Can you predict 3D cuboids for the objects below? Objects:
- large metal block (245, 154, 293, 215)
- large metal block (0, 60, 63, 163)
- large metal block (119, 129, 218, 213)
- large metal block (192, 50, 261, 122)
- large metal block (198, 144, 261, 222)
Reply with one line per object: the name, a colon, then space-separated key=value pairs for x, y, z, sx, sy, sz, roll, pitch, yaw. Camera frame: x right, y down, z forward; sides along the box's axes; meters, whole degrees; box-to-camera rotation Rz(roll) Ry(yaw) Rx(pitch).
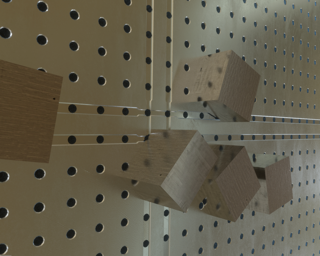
large metal block: x=0.189 y=0.096 z=0.550 sx=0.081 sy=0.050 sz=0.080 roll=-14 pitch=99 yaw=-39
large metal block: x=-0.141 y=-0.014 z=0.274 sx=0.081 sy=0.050 sz=0.080 roll=12 pitch=82 yaw=-39
large metal block: x=0.010 y=0.048 z=0.381 sx=0.050 sy=0.080 sz=0.080 roll=51 pitch=60 yaw=-28
large metal block: x=0.104 y=-0.061 z=0.478 sx=0.080 sy=0.050 sz=0.080 roll=28 pitch=73 yaw=-37
large metal block: x=0.102 y=0.082 z=0.477 sx=0.080 sy=0.050 sz=0.080 roll=-41 pitch=115 yaw=-32
